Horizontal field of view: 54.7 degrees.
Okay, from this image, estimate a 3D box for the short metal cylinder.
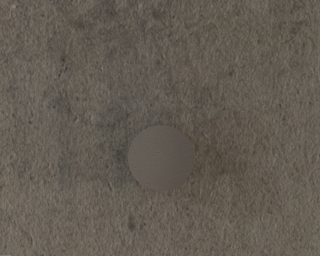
[{"bbox_3d":[0.002,0.036,0.398,0.081,0.050,0.079,0,90,-1],"label":"short metal cylinder"}]
